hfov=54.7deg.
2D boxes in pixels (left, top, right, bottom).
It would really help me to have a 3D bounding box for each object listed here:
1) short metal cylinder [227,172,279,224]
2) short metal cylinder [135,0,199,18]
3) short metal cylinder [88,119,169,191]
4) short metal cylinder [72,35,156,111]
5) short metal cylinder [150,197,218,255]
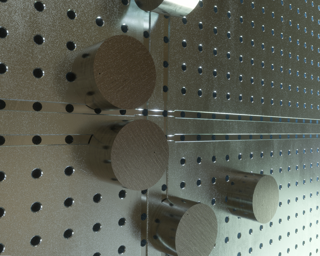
[{"bbox_3d":[0.160,0.117,0.530,0.081,0.050,0.079,0,90,-40],"label":"short metal cylinder"},{"bbox_3d":[0.009,-0.182,0.382,0.050,0.080,0.079,-5,94,-40],"label":"short metal cylinder"},{"bbox_3d":[-0.036,0.030,0.364,0.081,0.050,0.079,0,90,-40],"label":"short metal cylinder"},{"bbox_3d":[-0.051,-0.060,0.351,0.081,0.050,0.079,0,90,-40],"label":"short metal cylinder"},{"bbox_3d":[0.033,0.139,0.423,0.081,0.050,0.079,0,90,-40],"label":"short metal cylinder"}]
